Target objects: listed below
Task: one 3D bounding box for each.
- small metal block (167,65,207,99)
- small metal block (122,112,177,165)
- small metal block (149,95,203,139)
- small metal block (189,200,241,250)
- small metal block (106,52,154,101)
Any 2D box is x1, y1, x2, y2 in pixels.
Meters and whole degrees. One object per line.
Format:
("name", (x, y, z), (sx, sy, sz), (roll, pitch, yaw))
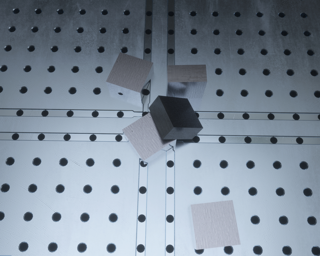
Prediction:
("small metal block", (0.035, -0.062, 0.421), (0.050, 0.050, 0.025), (-1, 70, 0))
("small metal block", (-0.014, 0.012, 0.407), (0.050, 0.025, 0.050), (-33, 73, -11))
("small metal block", (0.020, -0.013, 0.399), (0.050, 0.025, 0.050), (1, 53, -39))
("small metal block", (0.064, 0.115, 0.370), (0.050, 0.025, 0.050), (-6, 70, -2))
("small metal block", (-0.041, -0.073, 0.438), (0.050, 0.025, 0.050), (19, 71, 7))
